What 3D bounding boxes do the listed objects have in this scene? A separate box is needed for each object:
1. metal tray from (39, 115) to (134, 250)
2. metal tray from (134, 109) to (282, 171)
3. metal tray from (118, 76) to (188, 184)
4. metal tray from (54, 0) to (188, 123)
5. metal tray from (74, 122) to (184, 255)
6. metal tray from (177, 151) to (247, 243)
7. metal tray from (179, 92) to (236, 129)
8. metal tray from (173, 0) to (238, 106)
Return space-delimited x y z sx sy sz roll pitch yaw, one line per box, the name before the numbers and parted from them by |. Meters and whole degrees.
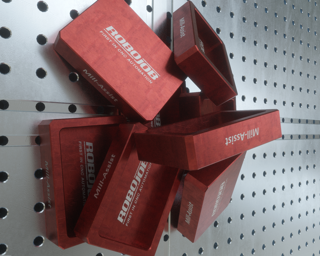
metal tray | -0.078 0.053 0.340 0.091 0.030 0.129 -6 93 -40
metal tray | 0.051 0.007 0.324 0.131 0.090 0.030 -14 99 -35
metal tray | -0.003 0.000 0.402 0.091 0.030 0.129 -6 92 -41
metal tray | -0.039 -0.077 0.351 0.130 0.030 0.090 44 63 -14
metal tray | -0.026 0.069 0.344 0.090 0.030 0.130 33 70 -35
metal tray | 0.068 0.087 0.418 0.091 0.030 0.129 -36 145 -34
metal tray | 0.074 -0.005 0.442 0.131 0.030 0.090 -8 96 -57
metal tray | 0.057 -0.101 0.408 0.090 0.030 0.130 40 33 -32
